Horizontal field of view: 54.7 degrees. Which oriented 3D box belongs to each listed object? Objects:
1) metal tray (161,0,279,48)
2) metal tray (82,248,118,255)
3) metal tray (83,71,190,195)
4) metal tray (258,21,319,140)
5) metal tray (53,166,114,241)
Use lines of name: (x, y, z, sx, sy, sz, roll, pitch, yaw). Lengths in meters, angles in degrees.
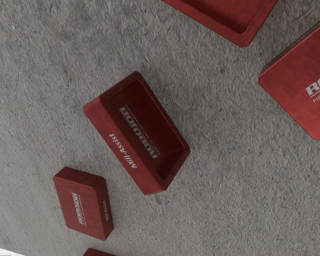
metal tray: (0.050, -0.147, 0.286, 0.130, 0.030, 0.089, 33, 129, 6)
metal tray: (-0.096, 0.305, 0.642, 0.130, 0.030, 0.089, 4, 120, 26)
metal tray: (-0.022, 0.004, 0.379, 0.030, 0.090, 0.130, -25, 105, 37)
metal tray: (0.169, -0.057, 0.279, 0.090, 0.030, 0.129, 45, 129, -3)
metal tray: (-0.137, 0.138, 0.561, 0.090, 0.030, 0.129, 11, 123, 22)
